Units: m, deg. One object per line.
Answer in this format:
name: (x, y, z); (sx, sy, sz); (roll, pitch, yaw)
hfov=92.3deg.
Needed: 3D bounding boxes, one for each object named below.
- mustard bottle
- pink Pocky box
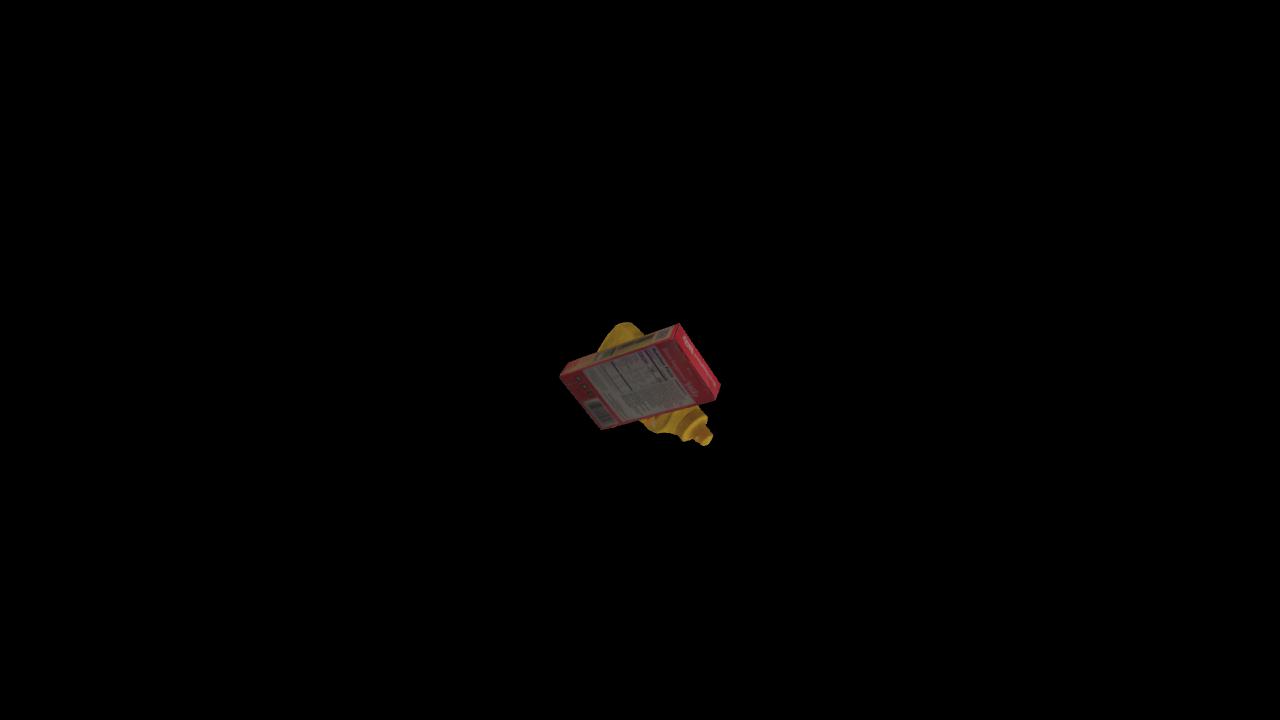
mustard bottle: (0.022, 0.040, 0.763); (0.184, 0.092, 0.054); (43, 28, 26)
pink Pocky box: (-0.002, 0.021, 0.639); (0.155, 0.084, 0.029); (-18, 29, 35)
